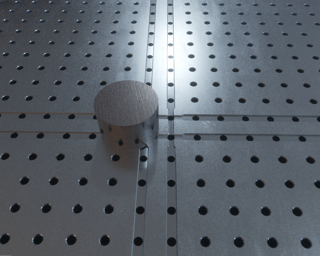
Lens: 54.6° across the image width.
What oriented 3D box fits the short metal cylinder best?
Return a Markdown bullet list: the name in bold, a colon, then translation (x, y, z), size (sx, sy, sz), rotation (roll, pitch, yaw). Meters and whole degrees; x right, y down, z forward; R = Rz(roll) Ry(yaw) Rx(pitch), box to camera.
- **short metal cylinder**: translation (-0.042, -0.017, 0.406), size (0.080, 0.050, 0.080), rotation (0, 50, 0)
